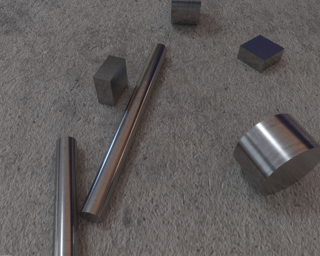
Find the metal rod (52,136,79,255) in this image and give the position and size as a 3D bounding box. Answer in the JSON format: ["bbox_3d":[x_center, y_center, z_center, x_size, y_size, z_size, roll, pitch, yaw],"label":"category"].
[{"bbox_3d":[-0.089,0.131,0.292,0.025,0.025,0.300,-8,50,-7],"label":"metal rod"}]

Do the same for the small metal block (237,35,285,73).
[{"bbox_3d":[0.164,-0.122,0.507,0.050,0.025,0.050,-32,57,-24],"label":"small metal block"}]

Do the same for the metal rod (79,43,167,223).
[{"bbox_3d":[-0.036,-0.018,0.417,0.025,0.025,0.300,11,51,9],"label":"metal rod"}]

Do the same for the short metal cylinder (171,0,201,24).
[{"bbox_3d":[0.047,-0.230,0.561,0.050,0.080,0.080,3,50,3],"label":"short metal cylinder"}]

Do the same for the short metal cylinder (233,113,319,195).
[{"bbox_3d":[0.130,0.030,0.343,0.081,0.080,0.050,-19,53,-16],"label":"short metal cylinder"}]

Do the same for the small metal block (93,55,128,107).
[{"bbox_3d":[-0.069,-0.067,0.443,0.025,0.050,0.050,15,52,12],"label":"small metal block"}]
